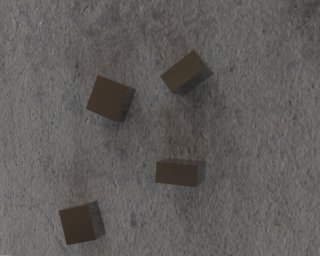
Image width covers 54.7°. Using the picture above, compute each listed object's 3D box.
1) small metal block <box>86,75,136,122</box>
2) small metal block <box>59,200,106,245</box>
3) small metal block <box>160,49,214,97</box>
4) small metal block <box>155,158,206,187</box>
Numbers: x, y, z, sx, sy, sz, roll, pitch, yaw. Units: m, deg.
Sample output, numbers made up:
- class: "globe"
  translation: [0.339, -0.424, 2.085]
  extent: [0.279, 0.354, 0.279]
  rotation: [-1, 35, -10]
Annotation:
- class: "small metal block"
  translation: [-0.068, -0.040, 0.432]
  extent: [0.050, 0.025, 0.050]
  rotation: [23, 97, 18]
- class: "small metal block"
  translation: [-0.112, 0.136, 0.447]
  extent: [0.050, 0.025, 0.050]
  rotation: [-17, 85, 19]
- class: "small metal block"
  translation: [0.035, -0.066, 0.383]
  extent: [0.050, 0.050, 0.025]
  rotation: [-37, 79, 16]
- class: "small metal block"
  translation: [0.027, 0.054, 0.386]
  extent: [0.050, 0.050, 0.025]
  rotation: [3, 91, 19]
